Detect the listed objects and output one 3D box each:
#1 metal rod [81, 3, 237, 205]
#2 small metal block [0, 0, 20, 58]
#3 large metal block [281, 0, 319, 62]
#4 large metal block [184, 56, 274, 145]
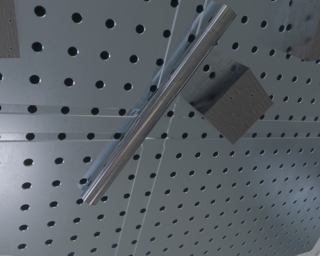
[{"bbox_3d":[-0.007,-0.022,0.393,0.025,0.025,0.299,29,102,-38],"label":"metal rod"},{"bbox_3d":[-0.154,-0.089,0.272,0.050,0.025,0.050,-7,122,-25],"label":"small metal block"},{"bbox_3d":[0.225,-0.144,0.429,0.081,0.050,0.079,-14,124,-21],"label":"large metal block"},{"bbox_3d":[0.095,-0.037,0.424,0.080,0.050,0.080,-47,129,4],"label":"large metal block"}]
